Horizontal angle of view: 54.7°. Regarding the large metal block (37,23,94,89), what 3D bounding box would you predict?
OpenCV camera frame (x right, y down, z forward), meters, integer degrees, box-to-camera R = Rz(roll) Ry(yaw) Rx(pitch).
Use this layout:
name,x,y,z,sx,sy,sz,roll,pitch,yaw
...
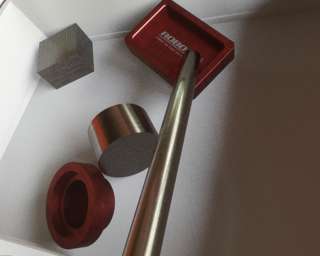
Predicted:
name,x,y,z,sx,sy,sz,roll,pitch,yaw
large metal block,-0.168,-0.128,0.554,0.080,0.050,0.080,-22,54,14

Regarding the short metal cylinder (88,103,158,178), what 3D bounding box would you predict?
name,x,y,z,sx,sy,sz,roll,pitch,yaw
short metal cylinder,-0.043,0.016,0.382,0.080,0.080,0.050,-34,52,6

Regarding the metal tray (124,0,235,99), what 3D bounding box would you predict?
name,x,y,z,sx,sy,sz,roll,pitch,yaw
metal tray,0.026,-0.112,0.431,0.130,0.030,0.090,42,85,20

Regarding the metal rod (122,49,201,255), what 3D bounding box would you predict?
name,x,y,z,sx,sy,sz,roll,pitch,yaw
metal rod,0.012,0.004,0.304,0.025,0.025,0.301,-10,38,23

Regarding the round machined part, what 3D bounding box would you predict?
name,x,y,z,sx,sy,sz,roll,pitch,yaw
round machined part,-0.092,0.091,0.371,0.098,0.042,0.098,-11,73,40
